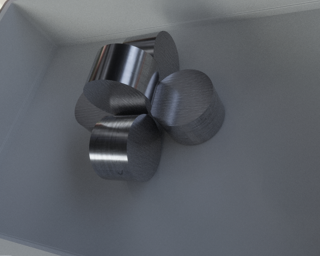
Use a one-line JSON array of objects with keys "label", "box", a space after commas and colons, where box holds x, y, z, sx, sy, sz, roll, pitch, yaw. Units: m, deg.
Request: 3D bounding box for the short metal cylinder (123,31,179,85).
[{"label": "short metal cylinder", "box": [-0.012, -0.090, 0.429, 0.050, 0.080, 0.080, -1, 61, 27]}]

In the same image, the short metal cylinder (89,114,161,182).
[{"label": "short metal cylinder", "box": [-0.039, 0.024, 0.374, 0.050, 0.080, 0.080, -1, 61, 27]}]

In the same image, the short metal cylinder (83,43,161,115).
[{"label": "short metal cylinder", "box": [-0.044, -0.054, 0.367, 0.080, 0.080, 0.050, -1, 61, 28]}]

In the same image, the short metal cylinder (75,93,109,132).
[{"label": "short metal cylinder", "box": [-0.072, -0.024, 0.440, 0.080, 0.050, 0.080, -13, 56, 21]}]

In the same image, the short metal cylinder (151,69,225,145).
[{"label": "short metal cylinder", "box": [0.034, -0.025, 0.384, 0.080, 0.050, 0.080, -13, 56, 21]}]
